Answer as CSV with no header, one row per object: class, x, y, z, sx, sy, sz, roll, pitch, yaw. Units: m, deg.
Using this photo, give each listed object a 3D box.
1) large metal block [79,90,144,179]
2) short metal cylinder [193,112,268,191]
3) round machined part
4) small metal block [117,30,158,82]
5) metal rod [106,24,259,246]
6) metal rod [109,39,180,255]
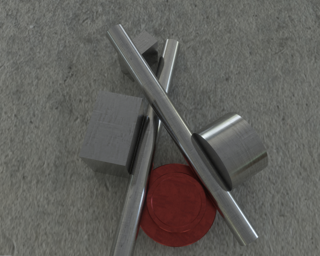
large metal block,-0.053,0.011,0.375,0.050,0.080,0.080,11,70,4
short metal cylinder,0.082,0.028,0.371,0.050,0.080,0.080,-31,73,-11
round machined part,0.019,0.090,0.368,0.099,0.042,0.098,0,70,-1
small metal block,-0.030,-0.099,0.432,0.050,0.050,0.025,-43,76,-14
metal rod,0.022,0.002,0.372,0.025,0.025,0.299,-31,82,-11
metal rod,-0.012,0.009,0.390,0.025,0.025,0.300,11,64,4
